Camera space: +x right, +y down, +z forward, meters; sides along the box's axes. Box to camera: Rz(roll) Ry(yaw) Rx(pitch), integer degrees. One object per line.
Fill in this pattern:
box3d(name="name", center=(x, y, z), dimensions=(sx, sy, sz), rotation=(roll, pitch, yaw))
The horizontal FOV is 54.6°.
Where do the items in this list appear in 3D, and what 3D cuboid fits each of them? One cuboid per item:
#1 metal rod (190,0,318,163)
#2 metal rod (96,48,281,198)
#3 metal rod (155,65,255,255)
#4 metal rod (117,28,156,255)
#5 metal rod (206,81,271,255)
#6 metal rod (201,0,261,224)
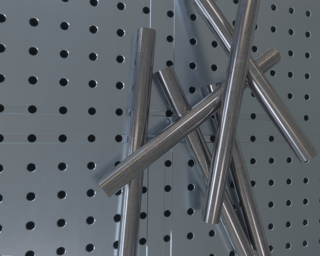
box3d(name="metal rod", center=(0.107, -0.089, 0.404), dimensions=(0.025, 0.025, 0.299), rotation=(-29, 82, -18))
box3d(name="metal rod", center=(0.048, -0.016, 0.402), dimensions=(0.301, 0.025, 0.025), rotation=(-37, 102, -17))
box3d(name="metal rod", center=(0.066, 0.056, 0.436), dimensions=(0.025, 0.025, 0.299), rotation=(-27, 99, -18))
box3d(name="metal rod", center=(-0.030, 0.022, 0.401), dimensions=(0.025, 0.025, 0.298), rotation=(6, 88, -20))
box3d(name="metal rod", center=(0.120, 0.079, 0.456), dimensions=(0.025, 0.025, 0.299), rotation=(-19, 97, -19))
box3d(name="metal rod", center=(0.088, -0.020, 0.393), dimensions=(0.025, 0.025, 0.298), rotation=(3, 102, -20))
